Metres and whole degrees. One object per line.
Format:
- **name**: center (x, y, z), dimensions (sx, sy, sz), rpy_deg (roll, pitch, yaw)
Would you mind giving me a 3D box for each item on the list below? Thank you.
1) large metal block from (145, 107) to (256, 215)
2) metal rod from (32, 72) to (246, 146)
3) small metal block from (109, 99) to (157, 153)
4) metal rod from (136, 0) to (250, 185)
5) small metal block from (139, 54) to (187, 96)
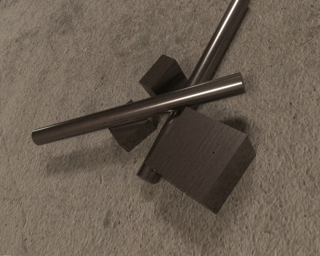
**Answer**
- **large metal block**: center (0.045, 0.034, 0.342), dimensions (0.080, 0.050, 0.080), rpy_deg (29, 77, 37)
- **metal rod**: center (-0.043, -0.019, 0.403), dimensions (0.301, 0.025, 0.025), rpy_deg (-13, 56, 21)
- **small metal block**: center (-0.041, -0.003, 0.426), dimensions (0.050, 0.025, 0.050), rpy_deg (-40, 51, 0)
- **metal rod**: center (0.052, -0.064, 0.414), dimensions (0.025, 0.025, 0.300), rpy_deg (17, 70, 34)
- **small metal block**: center (0.006, -0.063, 0.422), dimensions (0.025, 0.050, 0.050), rpy_deg (34, 80, 38)
